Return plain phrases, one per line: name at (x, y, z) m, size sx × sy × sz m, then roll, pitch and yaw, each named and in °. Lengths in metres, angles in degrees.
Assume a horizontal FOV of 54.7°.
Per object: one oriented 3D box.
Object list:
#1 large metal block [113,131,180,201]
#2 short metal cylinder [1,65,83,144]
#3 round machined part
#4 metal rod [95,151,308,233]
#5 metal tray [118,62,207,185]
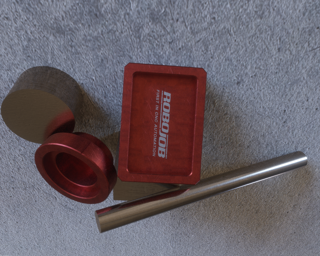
large metal block at (-0.018, 0.051, 0.415) m, size 0.081 × 0.080 × 0.050 m, roll 4°, pitch 130°, yaw -4°
short metal cylinder at (-0.137, -0.027, 0.368) m, size 0.081 × 0.050 × 0.079 m, roll 0°, pitch 130°, yaw 0°
round machined part at (-0.096, 0.043, 0.375) m, size 0.098 × 0.042 × 0.097 m, roll 12°, pitch 131°, yaw 15°
metal rod at (0.069, 0.074, 0.396) m, size 0.303 × 0.025 × 0.025 m, roll -12°, pitch 134°, yaw -23°
metal tray at (0.002, -0.004, 0.352) m, size 0.091 × 0.030 × 0.129 m, roll 4°, pitch 90°, yaw -4°
